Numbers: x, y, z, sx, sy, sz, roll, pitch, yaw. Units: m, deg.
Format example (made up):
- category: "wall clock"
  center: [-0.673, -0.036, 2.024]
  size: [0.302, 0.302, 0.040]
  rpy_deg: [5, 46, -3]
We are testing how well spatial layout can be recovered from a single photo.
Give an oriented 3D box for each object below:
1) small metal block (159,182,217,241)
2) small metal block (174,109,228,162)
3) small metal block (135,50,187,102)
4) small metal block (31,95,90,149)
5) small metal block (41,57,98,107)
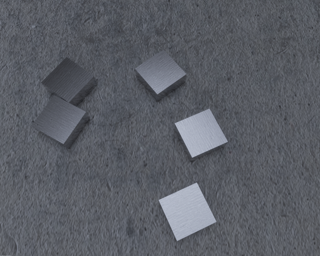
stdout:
- category: "small metal block"
  center: [0.032, 0.101, 0.371]
  size: [0.050, 0.025, 0.050]
  rpy_deg: [-23, 72, -8]
- category: "small metal block"
  center: [0.052, 0.010, 0.405]
  size: [0.050, 0.025, 0.050]
  rpy_deg: [-23, 72, -8]
- category: "small metal block"
  center: [0.001, -0.073, 0.435]
  size: [0.050, 0.025, 0.050]
  rpy_deg: [-36, 74, -12]
- category: "small metal block"
  center: [-0.130, -0.008, 0.410]
  size: [0.050, 0.025, 0.050]
  rpy_deg: [28, 72, 9]
- category: "small metal block"
  center: [-0.125, -0.062, 0.430]
  size: [0.050, 0.025, 0.050]
  rpy_deg: [35, 73, 12]
